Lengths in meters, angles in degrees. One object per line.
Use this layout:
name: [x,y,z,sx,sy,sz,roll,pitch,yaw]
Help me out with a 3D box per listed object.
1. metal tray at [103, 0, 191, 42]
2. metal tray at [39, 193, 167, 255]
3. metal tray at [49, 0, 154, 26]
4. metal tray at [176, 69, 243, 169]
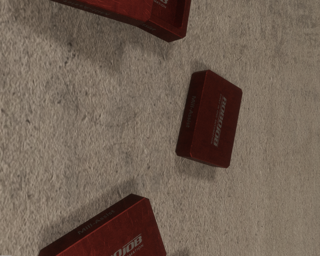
metal tray: [-0.017,-0.174,0.387,0.131,0.030,0.090,14,81,-39]
metal tray: [-0.058,0.146,0.355,0.131,0.030,0.089,-26,107,-37]
metal tray: [-0.067,-0.168,0.318,0.131,0.030,0.089,9,93,-26]
metal tray: [0.077,-0.011,0.469,0.091,0.030,0.129,21,77,-38]
